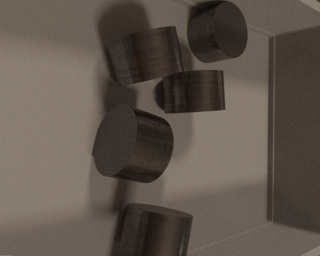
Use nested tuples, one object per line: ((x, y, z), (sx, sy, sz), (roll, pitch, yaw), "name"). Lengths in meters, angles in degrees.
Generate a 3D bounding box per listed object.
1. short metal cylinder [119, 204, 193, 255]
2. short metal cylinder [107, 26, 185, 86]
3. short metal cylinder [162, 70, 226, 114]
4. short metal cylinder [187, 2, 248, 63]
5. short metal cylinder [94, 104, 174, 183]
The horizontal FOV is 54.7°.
((-0.004, 0.123, 0.369), (0.080, 0.080, 0.050), (18, 79, -39), "short metal cylinder")
((-0.016, -0.082, 0.359), (0.081, 0.080, 0.050), (-23, 105, -38), "short metal cylinder")
((0.045, -0.047, 0.410), (0.081, 0.080, 0.050), (-7, 95, -40), "short metal cylinder")
((0.087, -0.141, 0.465), (0.081, 0.050, 0.079), (0, 91, -40), "short metal cylinder")
((-0.031, 0.018, 0.347), (0.050, 0.080, 0.080), (19, 78, -39), "short metal cylinder")
